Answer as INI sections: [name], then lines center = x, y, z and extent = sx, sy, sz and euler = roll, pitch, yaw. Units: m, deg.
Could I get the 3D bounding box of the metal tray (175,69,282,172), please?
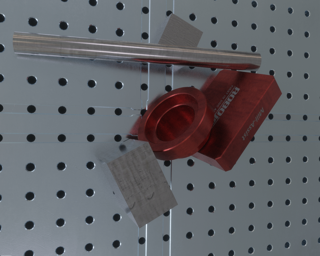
[metal tray]
center = 0.085, -0.016, 0.407
extent = 0.130, 0.090, 0.030
euler = -53, 129, -12

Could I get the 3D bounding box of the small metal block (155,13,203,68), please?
[small metal block]
center = 0.023, -0.118, 0.421
extent = 0.050, 0.025, 0.050
euler = 26, 81, -18

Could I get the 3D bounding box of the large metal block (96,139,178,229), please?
[large metal block]
center = -0.031, 0.061, 0.372
extent = 0.050, 0.080, 0.080
euler = -28, 99, -18

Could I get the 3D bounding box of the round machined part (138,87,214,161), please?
[round machined part]
center = 0.024, -0.001, 0.387
extent = 0.098, 0.098, 0.042
euler = -53, 128, -12

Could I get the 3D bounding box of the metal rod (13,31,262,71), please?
[metal rod]
center = -0.017, -0.093, 0.385
extent = 0.302, 0.025, 0.025
euler = 2, 90, -13
